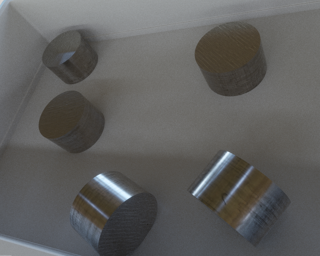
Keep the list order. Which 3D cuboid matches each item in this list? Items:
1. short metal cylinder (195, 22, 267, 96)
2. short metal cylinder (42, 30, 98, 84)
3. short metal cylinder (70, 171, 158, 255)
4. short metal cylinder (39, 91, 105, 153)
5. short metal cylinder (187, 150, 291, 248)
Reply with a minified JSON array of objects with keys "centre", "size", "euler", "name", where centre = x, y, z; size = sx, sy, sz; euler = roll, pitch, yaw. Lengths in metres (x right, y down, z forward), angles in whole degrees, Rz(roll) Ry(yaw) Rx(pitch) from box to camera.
[{"centre":[0.091,-0.087,0.395],"size":[0.080,0.050,0.080],"euler":[-13,56,20],"name":"short metal cylinder"},{"centre":[-0.158,-0.124,0.546],"size":[0.080,0.050,0.080],"euler":[-13,56,20],"name":"short metal cylinder"},{"centre":[-0.049,0.094,0.337],"size":[0.050,0.080,0.080],"euler":[27,76,37],"name":"short metal cylinder"},{"centre":[-0.131,-0.009,0.461],"size":[0.080,0.050,0.080],"euler":[-13,56,20],"name":"short metal cylinder"},{"centre":[0.072,0.065,0.292],"size":[0.080,0.080,0.050],"euler":[35,81,38],"name":"short metal cylinder"}]
